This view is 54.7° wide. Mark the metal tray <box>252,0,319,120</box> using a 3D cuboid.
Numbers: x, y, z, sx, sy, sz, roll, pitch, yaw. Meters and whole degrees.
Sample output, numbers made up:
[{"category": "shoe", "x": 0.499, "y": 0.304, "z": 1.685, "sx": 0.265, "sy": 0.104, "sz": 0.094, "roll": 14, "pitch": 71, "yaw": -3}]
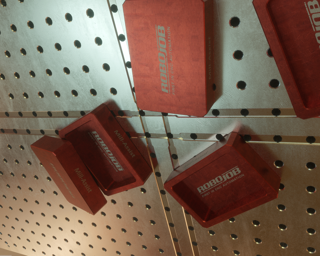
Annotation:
[{"category": "metal tray", "x": 0.151, "y": -0.079, "z": 0.279, "sx": 0.090, "sy": 0.030, "sz": 0.130, "roll": -17, "pitch": 110, "yaw": 34}]

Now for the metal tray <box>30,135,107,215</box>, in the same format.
[{"category": "metal tray", "x": -0.148, "y": 0.076, "z": 0.506, "sx": 0.090, "sy": 0.030, "sz": 0.129, "roll": 7, "pitch": 129, "yaw": 46}]

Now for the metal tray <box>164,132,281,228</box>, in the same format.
[{"category": "metal tray", "x": 0.078, "y": 0.074, "z": 0.411, "sx": 0.090, "sy": 0.030, "sz": 0.129, "roll": 46, "pitch": 129, "yaw": -5}]

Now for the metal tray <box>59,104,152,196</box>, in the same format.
[{"category": "metal tray", "x": -0.084, "y": 0.038, "z": 0.473, "sx": 0.090, "sy": 0.030, "sz": 0.130, "roll": -25, "pitch": 105, "yaw": 36}]

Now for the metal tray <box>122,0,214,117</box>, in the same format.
[{"category": "metal tray", "x": 0.012, "y": -0.080, "z": 0.351, "sx": 0.090, "sy": 0.030, "sz": 0.129, "roll": 8, "pitch": 122, "yaw": 23}]
